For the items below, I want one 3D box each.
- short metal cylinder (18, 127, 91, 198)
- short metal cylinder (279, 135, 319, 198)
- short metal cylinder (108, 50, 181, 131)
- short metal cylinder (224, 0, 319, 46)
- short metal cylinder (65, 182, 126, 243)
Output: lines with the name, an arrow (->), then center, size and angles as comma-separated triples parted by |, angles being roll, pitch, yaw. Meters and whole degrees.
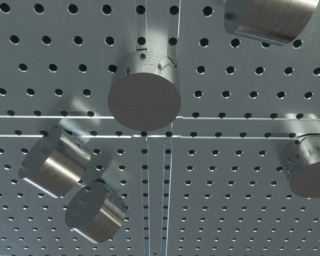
short metal cylinder -> -0.140, 0.046, 0.413 | 0.080, 0.080, 0.050 | -31, 124, 23
short metal cylinder -> 0.220, 0.056, 0.445 | 0.081, 0.050, 0.079 | 0, 130, 0
short metal cylinder -> -0.017, -0.042, 0.359 | 0.081, 0.050, 0.079 | 0, 130, 0
short metal cylinder -> 0.097, -0.119, 0.275 | 0.050, 0.080, 0.079 | 11, 129, -9
short metal cylinder -> -0.101, 0.132, 0.487 | 0.080, 0.080, 0.050 | -25, 126, 20
